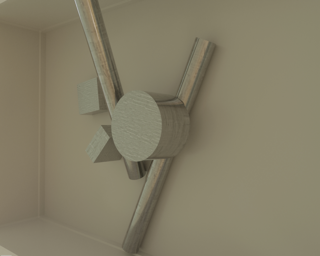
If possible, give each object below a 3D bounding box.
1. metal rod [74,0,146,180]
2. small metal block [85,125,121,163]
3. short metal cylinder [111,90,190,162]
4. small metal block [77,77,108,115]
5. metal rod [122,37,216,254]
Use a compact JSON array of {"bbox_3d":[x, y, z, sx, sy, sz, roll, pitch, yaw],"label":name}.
[{"bbox_3d":[-0.064,-0.068,0.375,0.025,0.025,0.298,7,121,39],"label":"metal rod"},{"bbox_3d":[-0.071,0.022,0.447,0.025,0.050,0.050,51,120,27],"label":"small metal block"},{"bbox_3d":[-0.012,-0.002,0.365,0.080,0.050,0.079,-1,89,41],"label":"short metal cylinder"},{"bbox_3d":[-0.104,-0.049,0.490,0.050,0.025,0.050,-9,84,39],"label":"small metal block"},{"bbox_3d":[0.006,0.034,0.400,0.025,0.025,0.298,31,109,35],"label":"metal rod"}]
